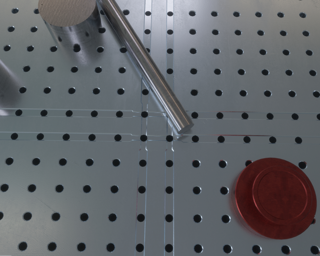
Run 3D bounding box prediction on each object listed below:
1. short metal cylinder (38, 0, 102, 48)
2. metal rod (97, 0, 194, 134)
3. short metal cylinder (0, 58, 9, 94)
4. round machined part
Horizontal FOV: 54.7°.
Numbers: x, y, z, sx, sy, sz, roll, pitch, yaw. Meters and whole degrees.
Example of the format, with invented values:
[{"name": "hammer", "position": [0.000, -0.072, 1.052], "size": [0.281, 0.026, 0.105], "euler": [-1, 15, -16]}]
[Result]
[{"name": "short metal cylinder", "position": [-0.131, -0.167, 0.458], "size": [0.081, 0.050, 0.080], "euler": [0, 70, 0]}, {"name": "metal rod", "position": [-0.039, -0.122, 0.455], "size": [0.025, 0.025, 0.299], "euler": [-28, 73, -10]}, {"name": "short metal cylinder", "position": [-0.260, -0.079, 0.425], "size": [0.081, 0.050, 0.080], "euler": [0, 70, 0]}, {"name": "round machined part", "position": [0.140, 0.083, 0.373], "size": [0.099, 0.042, 0.098], "euler": [0, 70, 0]}]
